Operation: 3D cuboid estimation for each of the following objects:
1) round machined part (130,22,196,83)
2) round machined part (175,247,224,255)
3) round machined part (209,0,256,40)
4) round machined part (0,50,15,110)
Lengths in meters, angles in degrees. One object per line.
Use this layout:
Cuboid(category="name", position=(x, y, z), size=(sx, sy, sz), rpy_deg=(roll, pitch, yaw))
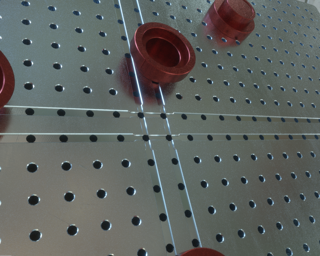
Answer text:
Cuboid(category="round machined part", position=(0.001, -0.107, 0.465), size=(0.099, 0.042, 0.098), rpy_deg=(14, 56, -21))
Cuboid(category="round machined part", position=(0.038, 0.175, 0.312), size=(0.099, 0.042, 0.098), rpy_deg=(14, 56, -21))
Cuboid(category="round machined part", position=(0.151, -0.228, 0.621), size=(0.099, 0.042, 0.098), rpy_deg=(14, 56, -21))
Cuboid(category="round machined part", position=(-0.202, -0.048, 0.305), size=(0.098, 0.042, 0.098), rpy_deg=(27, 50, -37))
